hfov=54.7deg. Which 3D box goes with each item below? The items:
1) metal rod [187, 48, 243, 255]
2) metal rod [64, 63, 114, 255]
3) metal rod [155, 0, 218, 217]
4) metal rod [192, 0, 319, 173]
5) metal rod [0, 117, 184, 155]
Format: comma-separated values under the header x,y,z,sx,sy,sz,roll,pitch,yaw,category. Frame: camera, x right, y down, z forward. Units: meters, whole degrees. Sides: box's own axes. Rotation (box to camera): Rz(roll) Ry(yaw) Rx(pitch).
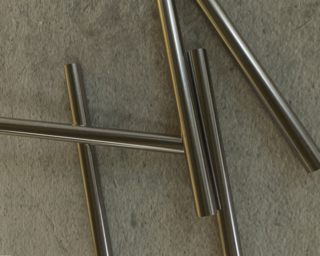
x,y,z,sx,sy,sz,roll,pitch,yaw,category
0.071,0.050,0.383,0.025,0.025,0.298,-11,87,19,metal rod
-0.101,0.056,0.443,0.025,0.025,0.298,-12,86,19,metal rod
0.029,-0.044,0.385,0.025,0.025,0.298,-13,81,19,metal rod
0.102,-0.083,0.372,0.025,0.025,0.299,-33,80,16,metal rod
-0.115,0.007,0.420,0.302,0.025,0.025,6,92,9,metal rod
